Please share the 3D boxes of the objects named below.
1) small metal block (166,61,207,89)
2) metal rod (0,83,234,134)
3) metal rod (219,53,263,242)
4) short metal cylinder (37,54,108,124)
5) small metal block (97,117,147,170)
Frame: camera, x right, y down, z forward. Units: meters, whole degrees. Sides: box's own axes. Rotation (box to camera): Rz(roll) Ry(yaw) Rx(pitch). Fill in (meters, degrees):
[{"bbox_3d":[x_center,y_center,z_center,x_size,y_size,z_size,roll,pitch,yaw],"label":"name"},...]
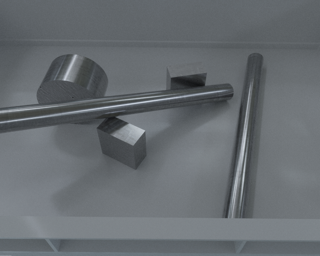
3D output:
[{"bbox_3d":[0.037,-0.065,0.444,0.050,0.050,0.025,-9,51,-8],"label":"small metal block"},{"bbox_3d":[-0.030,-0.030,0.376,0.303,0.025,0.025,-10,49,-30],"label":"metal rod"},{"bbox_3d":[0.113,0.000,0.406,0.025,0.025,0.300,12,51,10],"label":"metal rod"},{"bbox_3d":[-0.114,-0.050,0.410,0.080,0.080,0.050,4,50,3],"label":"short metal cylinder"},{"bbox_3d":[-0.045,0.018,0.374,0.050,0.050,0.025,24,54,18],"label":"small metal block"}]
